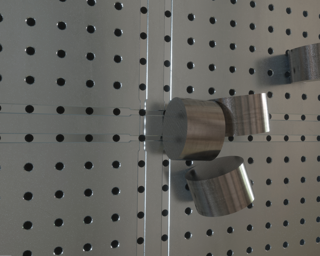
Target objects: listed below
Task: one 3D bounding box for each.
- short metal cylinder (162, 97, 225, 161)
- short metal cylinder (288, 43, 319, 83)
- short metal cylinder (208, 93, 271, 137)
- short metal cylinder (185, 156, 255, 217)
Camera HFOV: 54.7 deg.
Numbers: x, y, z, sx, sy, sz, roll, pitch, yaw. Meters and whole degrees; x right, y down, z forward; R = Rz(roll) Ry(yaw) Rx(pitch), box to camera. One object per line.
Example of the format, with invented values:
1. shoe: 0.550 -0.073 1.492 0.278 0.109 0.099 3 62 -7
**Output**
1. short metal cylinder: 0.041 0.002 0.400 0.050 0.080 0.079 4 89 -20
2. short metal cylinder: 0.242 -0.099 0.475 0.081 0.080 0.050 -8 93 -20
3. short metal cylinder: 0.107 -0.018 0.424 0.081 0.080 0.050 -8 93 -20
4. short metal cylinder: 0.080 0.076 0.414 0.081 0.080 0.050 -22 98 -19
